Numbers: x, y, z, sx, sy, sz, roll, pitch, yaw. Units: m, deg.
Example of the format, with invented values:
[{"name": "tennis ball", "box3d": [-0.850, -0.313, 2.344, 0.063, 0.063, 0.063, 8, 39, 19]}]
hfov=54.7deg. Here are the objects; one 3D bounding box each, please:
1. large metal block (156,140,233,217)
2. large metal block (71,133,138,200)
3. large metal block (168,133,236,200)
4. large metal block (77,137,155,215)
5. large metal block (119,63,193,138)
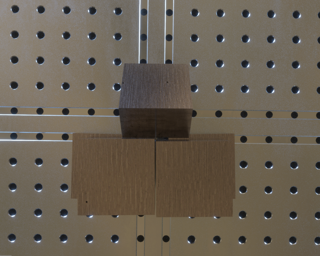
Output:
[{"name": "large metal block", "box3d": [0.036, 0.053, 0.349, 0.081, 0.050, 0.079, 0, 90, -1]}, {"name": "large metal block", "box3d": [-0.067, 0.047, 0.401, 0.081, 0.050, 0.079, 2, 90, -1]}, {"name": "large metal block", "box3d": [0.051, 0.047, 0.401, 0.081, 0.050, 0.079, -1, 90, -1]}, {"name": "large metal block", "box3d": [-0.046, 0.051, 0.347, 0.081, 0.050, 0.079, 0, 90, -1]}, {"name": "large metal block", "box3d": [-0.005, -0.035, 0.380, 0.081, 0.050, 0.080, 0, 48, -1]}]
